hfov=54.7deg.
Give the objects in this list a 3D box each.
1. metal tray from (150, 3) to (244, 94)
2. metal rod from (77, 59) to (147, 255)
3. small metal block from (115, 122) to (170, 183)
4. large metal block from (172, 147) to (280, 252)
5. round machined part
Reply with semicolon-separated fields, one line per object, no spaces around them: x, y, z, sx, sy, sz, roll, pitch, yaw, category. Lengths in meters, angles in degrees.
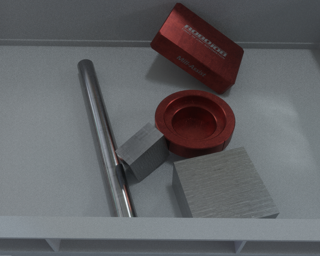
0.060;-0.120;0.466;0.130;0.030;0.090;32;52;-11;metal tray
-0.071;0.012;0.394;0.025;0.025;0.299;-14;51;-12;metal rod
-0.018;0.029;0.358;0.050;0.050;0.025;-41;61;-15;small metal block
0.063;0.074;0.328;0.081;0.050;0.080;-11;51;-10;large metal block
0.043;0.000;0.395;0.099;0.042;0.098;1;50;0;round machined part
